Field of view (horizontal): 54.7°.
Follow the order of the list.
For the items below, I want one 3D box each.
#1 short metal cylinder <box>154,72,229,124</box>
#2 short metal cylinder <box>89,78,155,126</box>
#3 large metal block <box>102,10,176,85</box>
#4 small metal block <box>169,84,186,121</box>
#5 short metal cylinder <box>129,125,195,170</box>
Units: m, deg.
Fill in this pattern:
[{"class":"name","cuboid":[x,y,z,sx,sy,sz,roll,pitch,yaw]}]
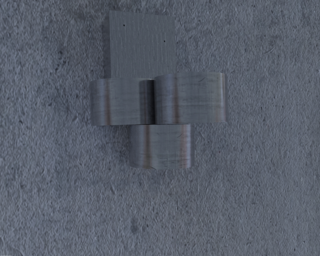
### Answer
[{"class":"short metal cylinder","cuboid":[0.034,-0.030,0.341,0.081,0.080,0.050,-2,91,-20]},{"class":"short metal cylinder","cuboid":[-0.041,-0.029,0.366,0.081,0.080,0.050,-2,91,-20]},{"class":"large metal block","cuboid":[-0.027,-0.095,0.388,0.081,0.050,0.080,-2,91,-20]},{"class":"small metal block","cuboid":[0.014,-0.030,0.405,0.025,0.050,0.050,1,90,-20]},{"class":"short metal cylinder","cuboid":[0.002,0.021,0.383,0.081,0.080,0.050,0,90,-20]}]
